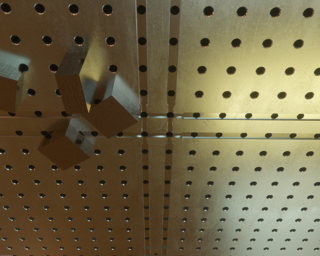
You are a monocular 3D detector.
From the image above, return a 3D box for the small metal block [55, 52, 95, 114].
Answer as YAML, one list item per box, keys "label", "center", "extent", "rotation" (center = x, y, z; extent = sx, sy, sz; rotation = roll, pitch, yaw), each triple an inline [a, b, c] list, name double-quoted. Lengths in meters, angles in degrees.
- label: "small metal block"
  center: [-0.094, -0.051, 0.351]
  extent: [0.025, 0.050, 0.050]
  rotation: [-2, 130, 2]

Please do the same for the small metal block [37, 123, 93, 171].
- label: "small metal block"
  center: [-0.131, 0.027, 0.434]
  extent: [0.050, 0.025, 0.050]
  rotation: [-26, 126, 20]

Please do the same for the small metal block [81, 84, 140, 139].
- label: "small metal block"
  center: [-0.062, -0.020, 0.394]
  extent: [0.050, 0.025, 0.050]
  rotation: [-29, 125, 22]

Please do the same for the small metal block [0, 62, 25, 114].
- label: "small metal block"
  center: [-0.193, -0.050, 0.367]
  extent: [0.050, 0.025, 0.050]
  rotation: [16, 128, -14]
